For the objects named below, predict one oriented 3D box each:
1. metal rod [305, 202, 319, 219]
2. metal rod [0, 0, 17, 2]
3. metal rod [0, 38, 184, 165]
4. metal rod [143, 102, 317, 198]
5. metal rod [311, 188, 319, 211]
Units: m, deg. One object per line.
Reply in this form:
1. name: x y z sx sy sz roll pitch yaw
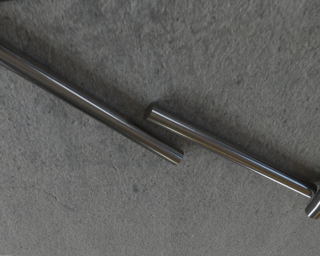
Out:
1. metal rod: 0.292 0.036 0.442 0.025 0.025 0.298 8 130 -8
2. metal rod: -0.098 -0.138 0.288 0.302 0.025 0.025 -6 130 4
3. metal rod: -0.090 -0.031 0.379 0.301 0.025 0.025 32 123 -25
4. metal rod: 0.113 0.039 0.442 0.302 0.025 0.025 25 125 -21
5. metal rod: 0.277 0.004 0.403 0.025 0.025 0.298 7 126 -7
